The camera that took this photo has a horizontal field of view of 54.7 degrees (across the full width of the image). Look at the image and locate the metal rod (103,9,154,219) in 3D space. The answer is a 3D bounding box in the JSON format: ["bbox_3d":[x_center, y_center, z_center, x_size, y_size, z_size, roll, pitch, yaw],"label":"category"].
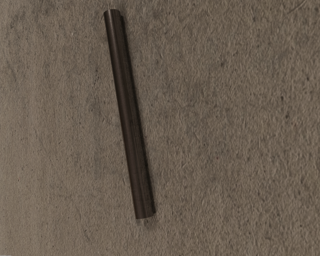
[{"bbox_3d":[-0.046,-0.025,0.440,0.025,0.025,0.298,-16,80,38],"label":"metal rod"}]
